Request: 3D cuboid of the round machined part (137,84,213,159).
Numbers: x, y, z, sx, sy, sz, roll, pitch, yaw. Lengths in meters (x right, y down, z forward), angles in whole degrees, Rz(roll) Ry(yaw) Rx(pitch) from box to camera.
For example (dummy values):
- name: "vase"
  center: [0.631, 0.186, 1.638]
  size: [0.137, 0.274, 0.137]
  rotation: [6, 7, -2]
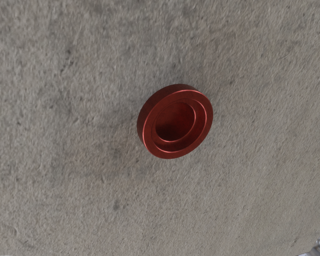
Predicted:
- name: "round machined part"
  center: [0.016, -0.012, 0.399]
  size: [0.099, 0.042, 0.097]
  rotation: [-14, 125, -21]
